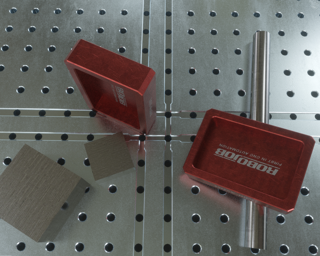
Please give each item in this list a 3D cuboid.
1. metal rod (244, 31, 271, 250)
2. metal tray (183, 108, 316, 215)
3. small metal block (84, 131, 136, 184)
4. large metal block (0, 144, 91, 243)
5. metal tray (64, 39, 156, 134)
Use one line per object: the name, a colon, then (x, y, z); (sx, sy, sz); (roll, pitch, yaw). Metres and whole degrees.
metal rod: (0.132, 0.001, 0.412); (0.025, 0.025, 0.299); (8, 70, 2)
metal tray: (0.105, 0.037, 0.374); (0.130, 0.030, 0.090); (18, 75, 23)
small metal block: (-0.064, 0.038, 0.397); (0.050, 0.025, 0.050); (-19, 71, -7)
large metal block: (-0.144, 0.078, 0.368); (0.080, 0.050, 0.080); (29, 72, 9)
metal tray: (-0.052, -0.042, 0.371); (0.090, 0.130, 0.030); (24, 72, 8)
